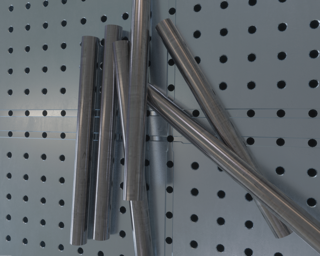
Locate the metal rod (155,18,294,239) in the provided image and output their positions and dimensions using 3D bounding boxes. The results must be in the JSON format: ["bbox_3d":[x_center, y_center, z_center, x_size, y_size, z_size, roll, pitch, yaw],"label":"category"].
[{"bbox_3d":[0.075,-0.007,0.386,0.025,0.025,0.299,-32,80,17],"label":"metal rod"}]

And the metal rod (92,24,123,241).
[{"bbox_3d":[-0.074,0.007,0.439,0.025,0.025,0.298,4,91,20],"label":"metal rod"}]

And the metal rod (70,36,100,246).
[{"bbox_3d":[-0.110,0.019,0.451,0.025,0.025,0.298,4,91,20],"label":"metal rod"}]

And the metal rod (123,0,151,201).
[{"bbox_3d":[-0.028,-0.061,0.397,0.025,0.025,0.299,-2,80,20],"label":"metal rod"}]

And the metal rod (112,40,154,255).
[{"bbox_3d":[-0.036,0.034,0.418,0.025,0.025,0.298,-6,91,20],"label":"metal rod"}]

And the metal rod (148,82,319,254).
[{"bbox_3d":[0.079,0.038,0.359,0.300,0.025,0.025,42,103,25],"label":"metal rod"}]
